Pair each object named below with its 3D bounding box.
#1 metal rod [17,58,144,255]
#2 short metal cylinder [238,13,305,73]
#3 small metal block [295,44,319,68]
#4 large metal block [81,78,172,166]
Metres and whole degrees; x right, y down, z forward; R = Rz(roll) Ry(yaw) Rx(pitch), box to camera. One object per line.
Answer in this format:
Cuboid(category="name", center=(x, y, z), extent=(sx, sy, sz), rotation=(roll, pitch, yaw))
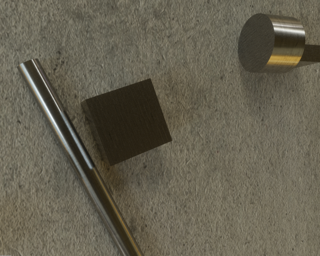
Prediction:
Cuboid(category="metal rod", center=(-0.086, 0.059, 0.377), extent=(0.025, 0.025, 0.299), rotation=(-29, 100, -18))
Cuboid(category="short metal cylinder", center=(0.155, -0.118, 0.439), extent=(0.050, 0.080, 0.079), rotation=(-2, 91, -20))
Cuboid(category="small metal block", center=(0.206, -0.109, 0.474), extent=(0.050, 0.050, 0.025), rotation=(-2, 91, -20))
Cuboid(category="large metal block", center=(-0.042, -0.008, 0.381), extent=(0.081, 0.050, 0.080), rotation=(-22, 98, -19))
